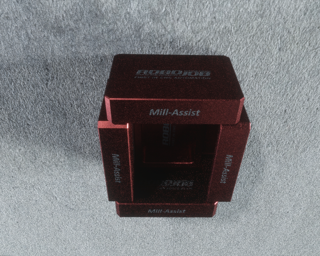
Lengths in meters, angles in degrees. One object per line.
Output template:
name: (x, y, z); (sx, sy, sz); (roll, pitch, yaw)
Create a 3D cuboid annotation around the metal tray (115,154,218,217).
metal tray: (0.008, 0.078, 0.432); (0.131, 0.090, 0.030); (1, 130, -1)

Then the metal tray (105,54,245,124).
metal tray: (0.014, -0.044, 0.328); (0.131, 0.090, 0.030); (1, 130, -1)

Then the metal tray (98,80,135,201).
metal tray: (-0.048, 0.016, 0.379); (0.030, 0.090, 0.129); (1, 130, -1)

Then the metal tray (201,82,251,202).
metal tray: (0.074, 0.018, 0.381); (0.030, 0.090, 0.129); (1, 130, -1)

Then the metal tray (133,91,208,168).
metal tray: (0.012, -0.003, 0.403); (0.091, 0.030, 0.129); (0, 130, -1)
